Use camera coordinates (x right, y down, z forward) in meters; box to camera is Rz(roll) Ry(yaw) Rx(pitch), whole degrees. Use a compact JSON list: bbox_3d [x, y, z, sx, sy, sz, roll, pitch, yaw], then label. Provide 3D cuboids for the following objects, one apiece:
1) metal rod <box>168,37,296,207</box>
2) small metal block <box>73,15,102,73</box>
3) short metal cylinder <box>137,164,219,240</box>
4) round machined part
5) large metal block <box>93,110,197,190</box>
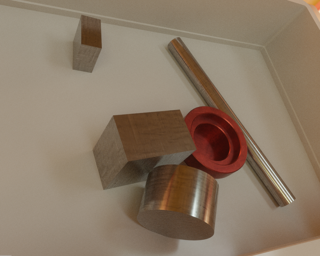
[{"bbox_3d":[0.103,-0.016,0.473,0.025,0.025,0.299,-24,75,-37],"label":"metal rod"},{"bbox_3d":[-0.096,-0.109,0.405,0.025,0.050,0.050,7,59,-25],"label":"small metal block"},{"bbox_3d":[0.021,0.082,0.333,0.080,0.080,0.050,25,53,-14],"label":"short metal cylinder"},{"bbox_3d":[0.065,0.023,0.418,0.099,0.042,0.098,14,56,-21],"label":"round machined part"},{"bbox_3d":[-0.020,0.024,0.345,0.081,0.080,0.050,-7,64,-32],"label":"large metal block"}]
